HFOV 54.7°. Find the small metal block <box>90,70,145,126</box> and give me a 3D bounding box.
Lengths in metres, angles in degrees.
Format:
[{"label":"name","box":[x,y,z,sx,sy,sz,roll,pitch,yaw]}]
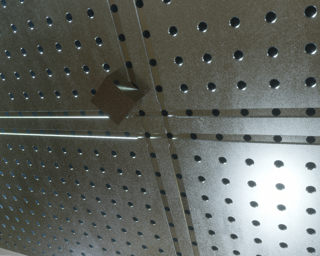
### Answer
[{"label":"small metal block","box":[-0.057,-0.040,0.415,0.050,0.025,0.050,42,129,-1]}]
